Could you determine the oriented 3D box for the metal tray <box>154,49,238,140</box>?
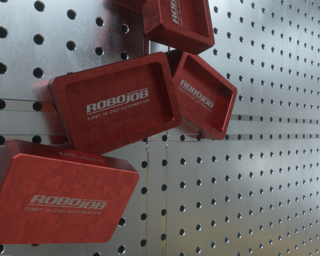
[{"bbox_3d":[0.056,-0.047,0.455,0.131,0.030,0.090,30,71,-36],"label":"metal tray"}]

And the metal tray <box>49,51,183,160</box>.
[{"bbox_3d":[-0.045,-0.028,0.349,0.131,0.030,0.089,-20,103,-24],"label":"metal tray"}]

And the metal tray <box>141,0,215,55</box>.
[{"bbox_3d":[0.020,-0.164,0.384,0.091,0.030,0.129,5,73,-41],"label":"metal tray"}]

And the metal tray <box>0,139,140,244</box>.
[{"bbox_3d":[-0.094,0.068,0.307,0.131,0.030,0.090,17,103,-39],"label":"metal tray"}]

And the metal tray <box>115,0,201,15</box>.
[{"bbox_3d":[0.004,-0.194,0.410,0.131,0.030,0.089,8,85,-40],"label":"metal tray"}]
